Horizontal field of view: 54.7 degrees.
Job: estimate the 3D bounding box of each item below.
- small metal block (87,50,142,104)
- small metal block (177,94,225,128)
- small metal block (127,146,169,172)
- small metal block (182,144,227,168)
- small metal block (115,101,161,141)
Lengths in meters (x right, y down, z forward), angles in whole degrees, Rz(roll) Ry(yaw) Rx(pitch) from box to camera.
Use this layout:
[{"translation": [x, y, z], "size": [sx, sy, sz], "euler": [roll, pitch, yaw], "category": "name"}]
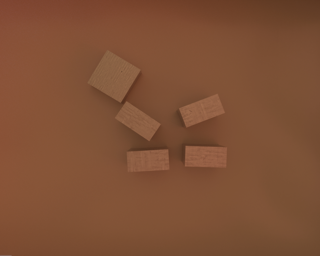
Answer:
[{"translation": [-0.059, -0.067, 0.411], "size": [0.050, 0.025, 0.050], "euler": [31, 90, -1], "category": "small metal block"}, {"translation": [0.051, -0.021, 0.400], "size": [0.050, 0.050, 0.025], "euler": [-21, 90, 0], "category": "small metal block"}, {"translation": [-0.014, 0.039, 0.399], "size": [0.050, 0.050, 0.025], "euler": [-3, 90, -1], "category": "small metal block"}, {"translation": [0.056, 0.035, 0.400], "size": [0.050, 0.050, 0.025], "euler": [2, 90, -1], "category": "small metal block"}, {"translation": [-0.027, -0.008, 0.399], "size": [0.050, 0.050, 0.025], "euler": [34, 90, -1], "category": "small metal block"}]
